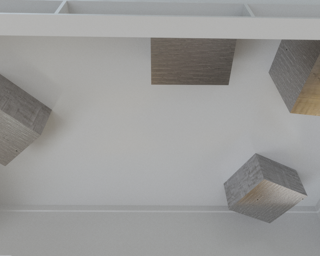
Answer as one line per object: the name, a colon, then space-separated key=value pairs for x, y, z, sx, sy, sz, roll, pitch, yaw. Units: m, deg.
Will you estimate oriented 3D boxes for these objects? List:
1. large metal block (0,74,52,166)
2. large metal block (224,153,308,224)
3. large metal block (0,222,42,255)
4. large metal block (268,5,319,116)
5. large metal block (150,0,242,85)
large metal block: x=-0.197 y=-0.009 z=0.383 sx=0.080 sy=0.050 sz=0.080 roll=-35 pitch=122 yaw=26
large metal block: x=0.158 y=0.094 z=0.474 sx=0.080 sy=0.050 sz=0.080 roll=22 pitch=127 yaw=-18
large metal block: x=-0.272 y=0.226 z=0.585 sx=0.081 sy=0.050 sz=0.079 roll=11 pitch=129 yaw=-10
large metal block: x=0.160 y=-0.068 z=0.316 sx=0.050 sy=0.080 sz=0.079 roll=5 pitch=130 yaw=-5
large metal block: x=0.031 y=-0.091 z=0.315 sx=0.081 sy=0.050 sz=0.079 roll=0 pitch=130 yaw=-1
